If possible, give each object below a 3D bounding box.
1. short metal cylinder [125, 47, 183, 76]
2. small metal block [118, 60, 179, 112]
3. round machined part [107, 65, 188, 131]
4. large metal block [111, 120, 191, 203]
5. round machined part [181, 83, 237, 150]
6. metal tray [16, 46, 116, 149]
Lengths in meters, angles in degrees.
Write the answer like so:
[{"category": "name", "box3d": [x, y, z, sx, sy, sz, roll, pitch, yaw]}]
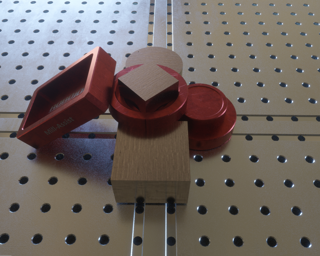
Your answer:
[{"category": "short metal cylinder", "box3d": [-0.008, -0.074, 0.453, 0.080, 0.050, 0.080, 0, 50, 0]}, {"category": "small metal block", "box3d": [-0.014, -0.048, 0.368, 0.050, 0.025, 0.050, -34, 58, -25]}, {"category": "round machined part", "box3d": [-0.015, -0.033, 0.386, 0.099, 0.042, 0.098, 0, 50, 0]}, {"category": "large metal block", "box3d": [-0.009, 0.038, 0.355, 0.080, 0.050, 0.080, 1, 50, 0]}, {"category": "round machined part", "box3d": [0.053, -0.022, 0.414, 0.099, 0.042, 0.098, 0, 50, 0]}, {"category": "metal tray", "box3d": [-0.117, -0.036, 0.387, 0.130, 0.030, 0.090, -25, 43, 28]}]
